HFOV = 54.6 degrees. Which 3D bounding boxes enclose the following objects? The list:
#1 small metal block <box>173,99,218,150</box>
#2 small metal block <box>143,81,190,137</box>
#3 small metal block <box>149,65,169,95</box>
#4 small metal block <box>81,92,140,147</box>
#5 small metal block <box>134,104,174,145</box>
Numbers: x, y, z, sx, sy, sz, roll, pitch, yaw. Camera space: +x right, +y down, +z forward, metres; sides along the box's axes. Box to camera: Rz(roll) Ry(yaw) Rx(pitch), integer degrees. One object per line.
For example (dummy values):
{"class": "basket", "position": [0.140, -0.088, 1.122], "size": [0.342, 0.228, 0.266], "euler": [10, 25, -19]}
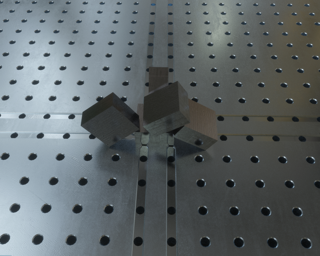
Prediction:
{"class": "small metal block", "position": [0.045, -0.006, 0.399], "size": [0.050, 0.025, 0.050], "euler": [23, 46, -21]}
{"class": "small metal block", "position": [0.007, -0.023, 0.380], "size": [0.050, 0.025, 0.050], "euler": [-23, 45, 24]}
{"class": "small metal block", "position": [-0.001, -0.061, 0.429], "size": [0.025, 0.050, 0.050], "euler": [2, 14, 2]}
{"class": "small metal block", "position": [-0.061, -0.009, 0.386], "size": [0.050, 0.050, 0.025], "euler": [-30, 41, 21]}
{"class": "small metal block", "position": [-0.006, -0.005, 0.413], "size": [0.050, 0.025, 0.050], "euler": [2, 50, 2]}
